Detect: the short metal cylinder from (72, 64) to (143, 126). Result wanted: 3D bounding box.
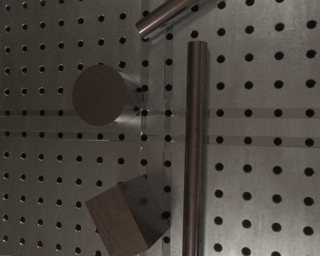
[{"bbox_3d":[-0.071,-0.042,0.423,0.080,0.050,0.079,0,90,19],"label":"short metal cylinder"}]

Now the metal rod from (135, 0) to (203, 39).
[{"bbox_3d":[0.099,-0.202,0.377,0.300,0.025,0.025,-30,81,17],"label":"metal rod"}]

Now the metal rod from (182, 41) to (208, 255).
[{"bbox_3d":[0.044,0.041,0.396,0.025,0.025,0.298,2,91,19],"label":"metal rod"}]

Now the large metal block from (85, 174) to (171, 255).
[{"bbox_3d":[-0.038,0.112,0.396,0.050,0.080,0.080,-31,80,17],"label":"large metal block"}]
